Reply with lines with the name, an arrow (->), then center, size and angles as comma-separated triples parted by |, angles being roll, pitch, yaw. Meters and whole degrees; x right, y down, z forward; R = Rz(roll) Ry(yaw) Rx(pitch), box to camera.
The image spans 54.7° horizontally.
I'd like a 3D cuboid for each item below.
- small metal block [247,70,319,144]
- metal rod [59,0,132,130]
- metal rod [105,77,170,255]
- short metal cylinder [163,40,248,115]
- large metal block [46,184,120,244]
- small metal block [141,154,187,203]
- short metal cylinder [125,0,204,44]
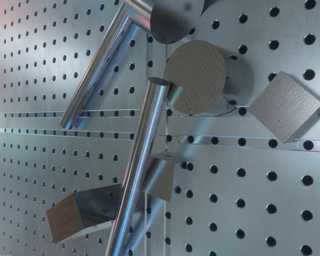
small metal block -> 0.125, -0.020, 0.306 | 0.050, 0.025, 0.050 | 50, 120, 28
metal rod -> -0.087, -0.114, 0.481 | 0.025, 0.025, 0.298 | 51, 120, 28
metal rod -> -0.037, 0.077, 0.406 | 0.025, 0.025, 0.298 | 35, 122, 34
short metal cylinder -> 0.051, -0.054, 0.351 | 0.080, 0.050, 0.080 | 0, 90, 40
large metal block -> -0.108, 0.128, 0.463 | 0.080, 0.081, 0.050 | -35, 69, 34
small metal block -> 0.005, 0.064, 0.406 | 0.050, 0.025, 0.050 | 12, 97, 39
short metal cylinder -> 0.006, -0.148, 0.369 | 0.050, 0.081, 0.080 | 45, 117, 30
